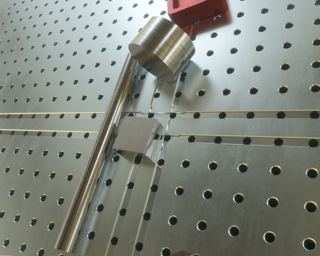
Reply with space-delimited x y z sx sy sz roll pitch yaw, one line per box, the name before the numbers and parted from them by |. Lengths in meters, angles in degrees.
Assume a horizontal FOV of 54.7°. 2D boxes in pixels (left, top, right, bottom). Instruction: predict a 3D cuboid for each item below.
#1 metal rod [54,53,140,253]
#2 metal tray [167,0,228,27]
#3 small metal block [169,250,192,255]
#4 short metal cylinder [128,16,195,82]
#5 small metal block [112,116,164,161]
metal rod | -0.079 0.018 0.438 0.025 0.025 0.300 2 62 29
metal tray | 0.058 -0.235 0.518 0.090 0.030 0.130 -14 56 20
small metal block | 0.012 0.156 0.306 0.050 0.025 0.050 -26 53 12
short metal cylinder | 0.002 -0.110 0.439 0.080 0.080 0.050 29 78 37
small metal block | -0.029 0.013 0.416 0.050 0.025 0.050 6 65 31
